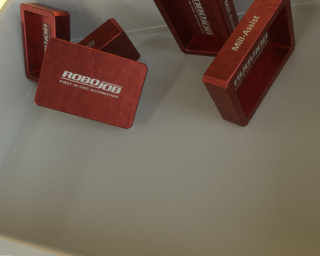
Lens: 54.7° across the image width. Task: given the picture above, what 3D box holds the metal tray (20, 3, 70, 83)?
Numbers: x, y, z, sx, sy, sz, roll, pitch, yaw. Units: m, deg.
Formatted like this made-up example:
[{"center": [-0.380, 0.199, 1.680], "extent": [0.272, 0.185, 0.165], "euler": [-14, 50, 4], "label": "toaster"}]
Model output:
[{"center": [-0.193, -0.137, 0.526], "extent": [0.090, 0.129, 0.030], "euler": [24, 32, 29], "label": "metal tray"}]

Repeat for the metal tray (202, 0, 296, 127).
[{"center": [0.107, -0.077, 0.354], "extent": [0.030, 0.090, 0.130], "euler": [26, 76, 37], "label": "metal tray"}]

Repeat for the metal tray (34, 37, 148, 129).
[{"center": [-0.090, -0.059, 0.416], "extent": [0.131, 0.030, 0.089], "euler": [15, 98, -6], "label": "metal tray"}]

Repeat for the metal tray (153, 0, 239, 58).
[{"center": [0.050, -0.146, 0.402], "extent": [0.090, 0.130, 0.030], "euler": [15, 70, 34], "label": "metal tray"}]

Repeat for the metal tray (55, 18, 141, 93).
[{"center": [-0.100, -0.097, 0.473], "extent": [0.130, 0.090, 0.030], "euler": [-37, 74, 3], "label": "metal tray"}]
